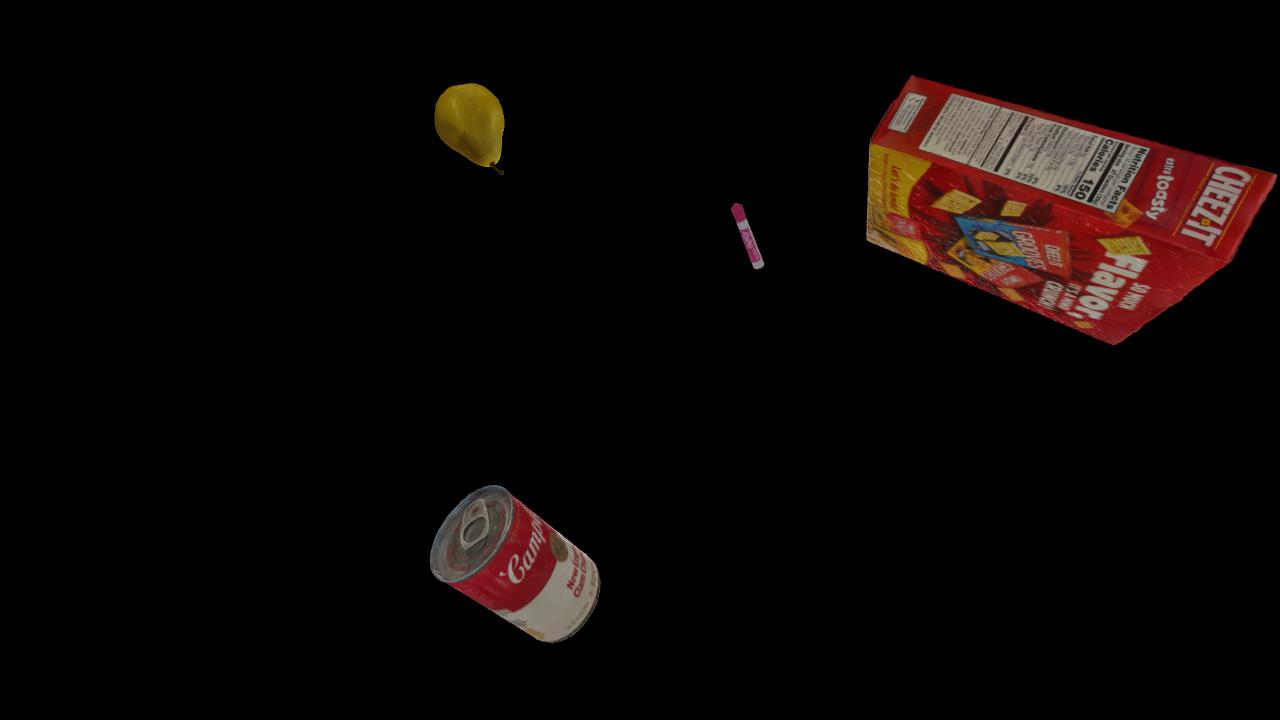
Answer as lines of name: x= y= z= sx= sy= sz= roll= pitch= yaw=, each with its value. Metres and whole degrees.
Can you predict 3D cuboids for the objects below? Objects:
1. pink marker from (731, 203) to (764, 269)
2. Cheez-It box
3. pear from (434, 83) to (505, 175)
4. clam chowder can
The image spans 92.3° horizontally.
pink marker: x=0.170 y=-0.195 z=0.971 sx=0.020 sy=0.020 sz=0.121 roll=0 pitch=-43 yaw=35
Cheez-It box: x=0.289 y=-0.109 z=0.466 sx=0.223 sy=0.071 sz=0.166 roll=31 pitch=-3 yaw=24
pear: x=-0.190 y=-0.256 z=0.708 sx=0.080 sy=0.111 sz=0.080 roll=-16 pitch=-9 yaw=-3
clam chowder can: x=-0.081 y=0.141 z=0.419 sx=0.068 sy=0.068 sz=0.102 roll=0 pitch=-40 yaw=43
